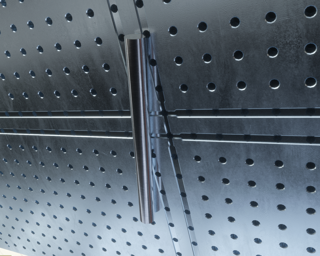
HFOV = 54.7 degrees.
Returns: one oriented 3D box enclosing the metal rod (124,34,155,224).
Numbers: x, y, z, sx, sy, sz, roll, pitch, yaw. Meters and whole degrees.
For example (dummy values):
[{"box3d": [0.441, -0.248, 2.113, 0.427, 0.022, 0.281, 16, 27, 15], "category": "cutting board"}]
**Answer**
[{"box3d": [-0.025, 0.021, 0.435, 0.025, 0.025, 0.298, 12, 124, 21], "category": "metal rod"}]
